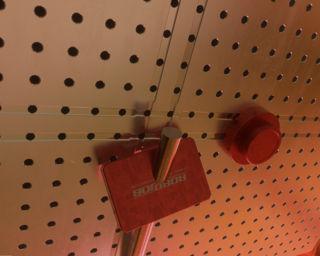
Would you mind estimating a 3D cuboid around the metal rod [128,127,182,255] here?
[{"bbox_3d":[-0.017,0.126,0.456,0.025,0.025,0.298,-4,128,-27],"label":"metal rod"}]

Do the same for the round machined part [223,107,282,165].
[{"bbox_3d":[0.154,0.019,0.496,0.099,0.042,0.097,-14,124,-21],"label":"round machined part"}]

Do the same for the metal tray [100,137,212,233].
[{"bbox_3d":[-0.004,0.073,0.419,0.131,0.030,0.090,-17,89,-19],"label":"metal tray"}]
